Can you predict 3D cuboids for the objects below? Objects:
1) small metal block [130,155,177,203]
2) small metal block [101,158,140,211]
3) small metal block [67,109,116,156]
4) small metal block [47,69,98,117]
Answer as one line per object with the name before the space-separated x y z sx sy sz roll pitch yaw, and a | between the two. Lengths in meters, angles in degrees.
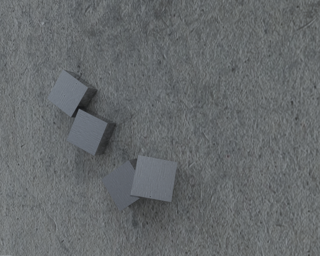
small metal block | -0.008 0.066 0.394 0.050 0.025 0.050 11 72 -4
small metal block | -0.043 0.077 0.424 0.050 0.025 0.050 -36 79 16
small metal block | -0.098 0.006 0.444 0.050 0.025 0.050 26 98 18
small metal block | -0.129 -0.050 0.454 0.050 0.025 0.050 36 101 16
